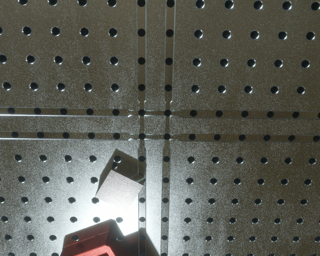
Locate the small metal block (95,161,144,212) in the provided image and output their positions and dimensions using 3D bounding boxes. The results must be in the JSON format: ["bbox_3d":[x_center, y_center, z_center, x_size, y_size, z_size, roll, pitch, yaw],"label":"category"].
[{"bbox_3d":[-0.057,0.084,0.444,0.050,0.025,0.050,29,107,-11],"label":"small metal block"}]

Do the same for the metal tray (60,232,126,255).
[{"bbox_3d":[-0.092,0.238,0.497,0.090,0.030,0.129,-22,109,7],"label":"metal tray"}]
